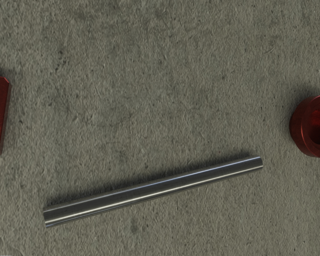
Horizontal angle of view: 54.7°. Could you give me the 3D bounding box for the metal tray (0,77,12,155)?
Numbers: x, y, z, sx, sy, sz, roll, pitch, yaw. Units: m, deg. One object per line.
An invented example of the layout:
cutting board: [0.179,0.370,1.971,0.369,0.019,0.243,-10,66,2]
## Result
metal tray: [-0.232,-0.018,0.320,0.131,0.030,0.089,8,87,-20]

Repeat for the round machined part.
round machined part: [0.247,-0.002,0.492,0.099,0.042,0.097,0,90,-20]

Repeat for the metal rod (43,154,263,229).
metal rod: [0.006,0.078,0.411,0.302,0.025,0.025,-11,94,-20]
